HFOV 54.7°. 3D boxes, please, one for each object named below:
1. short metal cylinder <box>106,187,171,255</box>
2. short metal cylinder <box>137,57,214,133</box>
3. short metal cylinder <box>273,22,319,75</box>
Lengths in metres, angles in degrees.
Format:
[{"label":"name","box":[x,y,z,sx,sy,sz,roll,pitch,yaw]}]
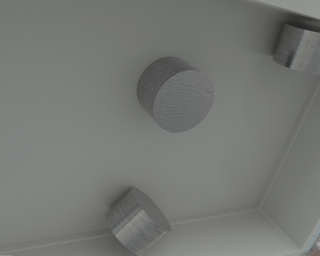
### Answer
[{"label":"short metal cylinder","box":[-0.030,0.131,0.440,0.050,0.080,0.080,-44,130,2]},{"label":"short metal cylinder","box":[0.018,-0.041,0.379,0.081,0.050,0.079,-14,124,-21]},{"label":"short metal cylinder","box":[0.200,-0.109,0.418,0.081,0.080,0.050,-6,121,-26]}]
